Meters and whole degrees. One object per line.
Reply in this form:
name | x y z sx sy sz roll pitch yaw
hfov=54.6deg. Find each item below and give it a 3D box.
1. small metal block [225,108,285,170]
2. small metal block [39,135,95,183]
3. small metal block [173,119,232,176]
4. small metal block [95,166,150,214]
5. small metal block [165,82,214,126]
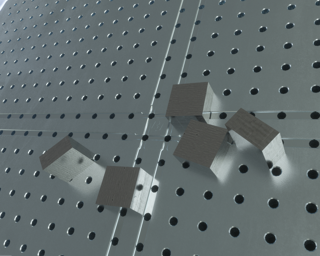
small metal block | 0.102 0.012 0.332 0.025 0.050 0.050 -46 51 -3
small metal block | -0.130 0.044 0.434 0.050 0.050 0.025 -37 51 3
small metal block | 0.051 0.022 0.368 0.050 0.025 0.050 17 71 35
small metal block | -0.046 0.076 0.387 0.050 0.025 0.050 -1 61 28
small metal block | 0.040 -0.031 0.408 0.050 0.025 0.050 -1 61 28
